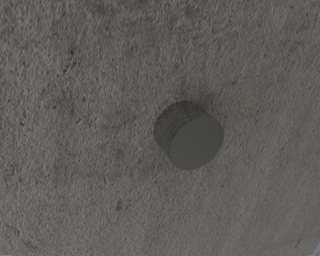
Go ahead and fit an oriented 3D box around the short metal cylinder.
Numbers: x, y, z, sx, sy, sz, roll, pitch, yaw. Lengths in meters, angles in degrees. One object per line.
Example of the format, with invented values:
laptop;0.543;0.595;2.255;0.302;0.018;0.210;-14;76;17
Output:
short metal cylinder;0.038;0.010;0.417;0.081;0.050;0.080;-14;124;-21
